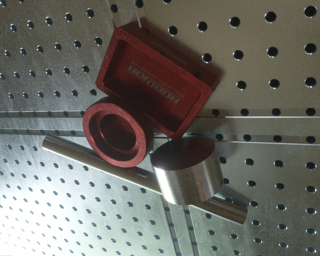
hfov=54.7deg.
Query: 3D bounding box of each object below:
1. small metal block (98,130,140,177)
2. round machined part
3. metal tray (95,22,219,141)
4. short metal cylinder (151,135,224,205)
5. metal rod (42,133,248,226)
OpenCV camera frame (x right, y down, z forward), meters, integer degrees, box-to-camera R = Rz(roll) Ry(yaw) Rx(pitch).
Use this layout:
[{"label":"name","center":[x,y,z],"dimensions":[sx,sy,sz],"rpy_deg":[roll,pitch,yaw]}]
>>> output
[{"label":"small metal block","center":[-0.063,0.038,0.466],"dimensions":[0.050,0.025,0.050],"rpy_deg":[25,127,12]},{"label":"round machined part","center":[-0.051,0.001,0.416],"dimensions":[0.098,0.042,0.097],"rpy_deg":[14,125,22]},{"label":"metal tray","center":[-0.008,-0.054,0.376],"dimensions":[0.130,0.030,0.089],"rpy_deg":[35,128,5]},{"label":"short metal cylinder","center":[0.034,0.050,0.386],"dimensions":[0.080,0.080,0.050],"rpy_deg":[-4,117,29]},{"label":"metal rod","center":[-0.025,0.071,0.440],"dimensions":[0.301,0.025,0.025],"rpy_deg":[20,127,5]}]
